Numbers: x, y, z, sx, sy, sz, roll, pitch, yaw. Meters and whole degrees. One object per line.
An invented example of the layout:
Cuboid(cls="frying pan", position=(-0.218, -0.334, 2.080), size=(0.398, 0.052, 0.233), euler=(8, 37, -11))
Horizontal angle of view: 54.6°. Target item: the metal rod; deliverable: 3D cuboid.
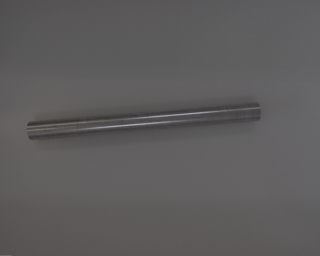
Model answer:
Cuboid(cls="metal rod", position=(-0.020, -0.009, 0.411), size=(0.302, 0.025, 0.025), euler=(-5, 90, 0))
